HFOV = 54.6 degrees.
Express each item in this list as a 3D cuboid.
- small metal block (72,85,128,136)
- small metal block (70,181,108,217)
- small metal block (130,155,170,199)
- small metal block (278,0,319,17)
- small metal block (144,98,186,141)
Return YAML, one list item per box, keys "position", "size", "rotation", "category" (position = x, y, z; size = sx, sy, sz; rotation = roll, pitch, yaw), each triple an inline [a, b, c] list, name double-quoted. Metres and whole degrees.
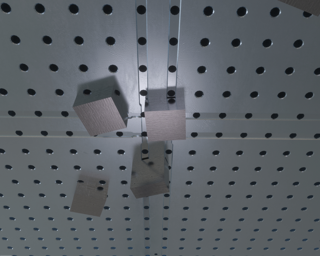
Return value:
- position: [-0.074, -0.021, 0.393]
  size: [0.050, 0.025, 0.050]
  rotation: [-14, 129, 11]
  category: "small metal block"
- position: [-0.117, 0.118, 0.511]
  size: [0.050, 0.025, 0.050]
  rotation: [14, 129, -12]
  category: "small metal block"
- position: [-0.014, 0.072, 0.456]
  size: [0.050, 0.050, 0.025]
  rotation: [-13, 129, 11]
  category: "small metal block"
- position: [0.140, -0.141, 0.292]
  size: [0.050, 0.025, 0.050]
  rotation: [15, 129, -13]
  category: "small metal block"
- position: [0.008, -0.010, 0.403]
  size: [0.050, 0.025, 0.050]
  rotation: [-3, 130, 2]
  category: "small metal block"
